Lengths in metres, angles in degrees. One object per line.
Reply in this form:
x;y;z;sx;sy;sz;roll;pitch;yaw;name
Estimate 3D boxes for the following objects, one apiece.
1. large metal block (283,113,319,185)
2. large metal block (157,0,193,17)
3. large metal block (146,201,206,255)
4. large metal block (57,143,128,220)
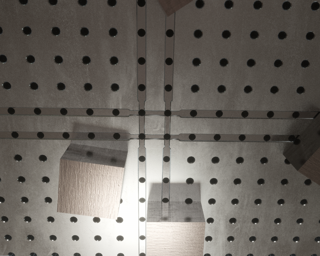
0.232;0.036;0.417;0.080;0.050;0.080;32;107;-12;large metal block
0.007;-0.166;0.323;0.050;0.080;0.080;-31;108;10;large metal block
0.021;0.157;0.458;0.081;0.050;0.079;1;110;-1;large metal block
-0.091;0.073;0.426;0.081;0.050;0.079;9;110;-4;large metal block
